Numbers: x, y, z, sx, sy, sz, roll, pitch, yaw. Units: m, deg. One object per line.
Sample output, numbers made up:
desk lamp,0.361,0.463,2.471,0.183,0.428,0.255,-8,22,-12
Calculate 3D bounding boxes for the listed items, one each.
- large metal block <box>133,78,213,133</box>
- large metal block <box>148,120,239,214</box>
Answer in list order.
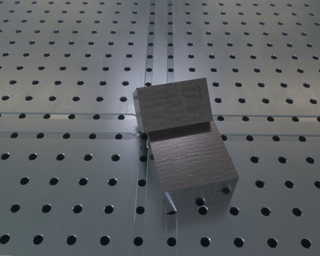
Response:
large metal block,0.012,-0.027,0.386,0.081,0.080,0.050,-10,93,-8
large metal block,0.033,0.043,0.356,0.081,0.050,0.080,-10,51,-8
